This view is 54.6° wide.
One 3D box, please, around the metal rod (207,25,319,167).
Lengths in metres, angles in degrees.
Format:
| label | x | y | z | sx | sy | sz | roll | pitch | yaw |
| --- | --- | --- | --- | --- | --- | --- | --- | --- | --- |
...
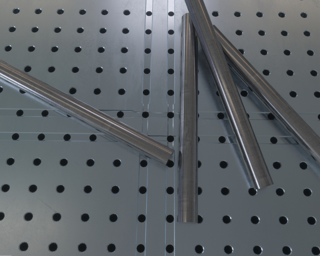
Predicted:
| label | x | y | z | sx | sy | sz | roll | pitch | yaw |
| --- | --- | --- | --- | --- | --- | --- | --- | --- | --- |
| metal rod | 0.160 | -0.030 | 0.423 | 0.025 | 0.025 | 0.300 | -34 | 74 | -11 |

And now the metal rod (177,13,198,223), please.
| label | x | y | z | sx | sy | sz | roll | pitch | yaw |
| --- | --- | --- | --- | --- | --- | --- | --- | --- | --- |
| metal rod | 0.039 | -0.027 | 0.421 | 0.025 | 0.025 | 0.299 | 2 | 70 | 1 |

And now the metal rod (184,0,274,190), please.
| label | x | y | z | sx | sy | sz | roll | pitch | yaw |
| --- | --- | --- | --- | --- | --- | --- | --- | --- | --- |
| metal rod | 0.087 | -0.065 | 0.421 | 0.025 | 0.025 | 0.299 | -16 | 76 | -6 |

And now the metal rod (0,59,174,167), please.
| label | x | y | z | sx | sy | sz | roll | pitch | yaw |
| --- | --- | --- | --- | --- | --- | --- | --- | --- | --- |
| metal rod | -0.119 | -0.029 | 0.421 | 0.301 | 0.025 | 0.025 | 27 | 72 | 9 |
